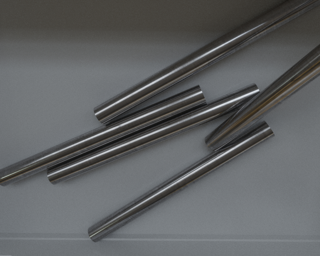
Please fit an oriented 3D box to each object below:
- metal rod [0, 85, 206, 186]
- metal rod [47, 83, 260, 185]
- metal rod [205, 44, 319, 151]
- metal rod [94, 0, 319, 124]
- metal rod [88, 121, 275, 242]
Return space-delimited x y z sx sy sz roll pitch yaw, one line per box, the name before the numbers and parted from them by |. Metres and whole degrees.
metal rod | -0.083 0.013 0.415 0.301 0.025 0.025 -23 109 8
metal rod | -0.013 0.011 0.415 0.301 0.025 0.025 -23 109 8
metal rod | 0.149 -0.058 0.322 0.025 0.025 0.298 34 133 -12
metal rod | 0.052 -0.085 0.380 0.301 0.025 0.025 -28 108 9
metal rod | 0.023 0.081 0.441 0.300 0.025 0.025 -33 107 11
